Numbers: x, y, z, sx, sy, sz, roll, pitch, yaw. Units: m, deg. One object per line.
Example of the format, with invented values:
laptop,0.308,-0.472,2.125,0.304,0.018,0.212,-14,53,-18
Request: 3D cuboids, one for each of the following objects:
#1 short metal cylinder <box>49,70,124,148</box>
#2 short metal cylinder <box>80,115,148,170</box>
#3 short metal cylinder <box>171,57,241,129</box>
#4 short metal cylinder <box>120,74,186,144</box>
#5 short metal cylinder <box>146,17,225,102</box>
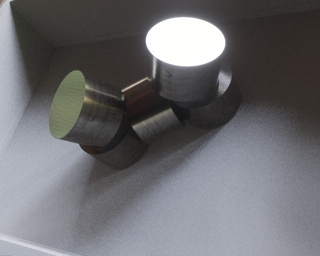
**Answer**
short metal cylinder,-0.087,-0.021,0.361,0.080,0.050,0.080,-20,61,42
short metal cylinder,-0.061,0.009,0.412,0.080,0.050,0.080,-13,56,20
short metal cylinder,0.055,-0.046,0.386,0.080,0.050,0.080,-13,56,20
short metal cylinder,-0.009,-0.027,0.388,0.050,0.080,0.080,-26,53,12
short metal cylinder,0.026,-0.075,0.335,0.081,0.050,0.080,0,53,0
